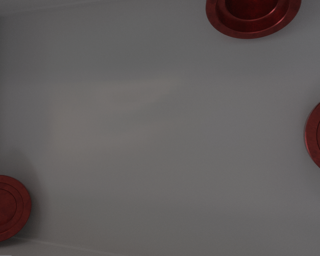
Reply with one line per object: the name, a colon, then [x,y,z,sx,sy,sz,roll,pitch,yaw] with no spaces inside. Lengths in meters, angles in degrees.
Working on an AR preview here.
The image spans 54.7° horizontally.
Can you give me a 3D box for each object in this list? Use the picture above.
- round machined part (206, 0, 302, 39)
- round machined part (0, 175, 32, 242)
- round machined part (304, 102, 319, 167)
round machined part: [0.101,-0.147,0.341,0.098,0.098,0.042,-2,64,20]
round machined part: [-0.249,0.120,0.472,0.099,0.042,0.097,3,81,-21]
round machined part: [0.206,0.007,0.329,0.098,0.042,0.097,0,90,20]
